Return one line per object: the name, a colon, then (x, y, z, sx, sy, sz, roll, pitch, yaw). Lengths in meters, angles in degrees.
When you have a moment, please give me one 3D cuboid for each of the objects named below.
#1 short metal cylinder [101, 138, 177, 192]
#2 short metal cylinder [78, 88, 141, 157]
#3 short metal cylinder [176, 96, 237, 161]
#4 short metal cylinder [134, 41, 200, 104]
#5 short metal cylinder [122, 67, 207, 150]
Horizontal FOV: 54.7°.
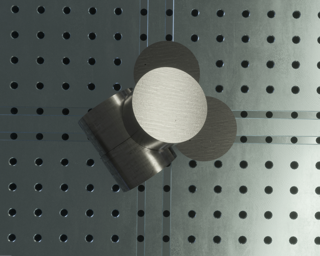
short metal cylinder: (-0.026, 0.036, 0.385, 0.080, 0.080, 0.050, -34, 90, 0)
short metal cylinder: (-0.053, -0.007, 0.385, 0.080, 0.080, 0.050, -34, 90, 0)
short metal cylinder: (0.053, 0.001, 0.401, 0.081, 0.050, 0.079, 0, 90, -1)
short metal cylinder: (0.008, -0.066, 0.400, 0.081, 0.050, 0.079, 0, 90, -1)
short metal cylinder: (0.004, -0.019, 0.337, 0.081, 0.050, 0.080, 4, 77, -17)
